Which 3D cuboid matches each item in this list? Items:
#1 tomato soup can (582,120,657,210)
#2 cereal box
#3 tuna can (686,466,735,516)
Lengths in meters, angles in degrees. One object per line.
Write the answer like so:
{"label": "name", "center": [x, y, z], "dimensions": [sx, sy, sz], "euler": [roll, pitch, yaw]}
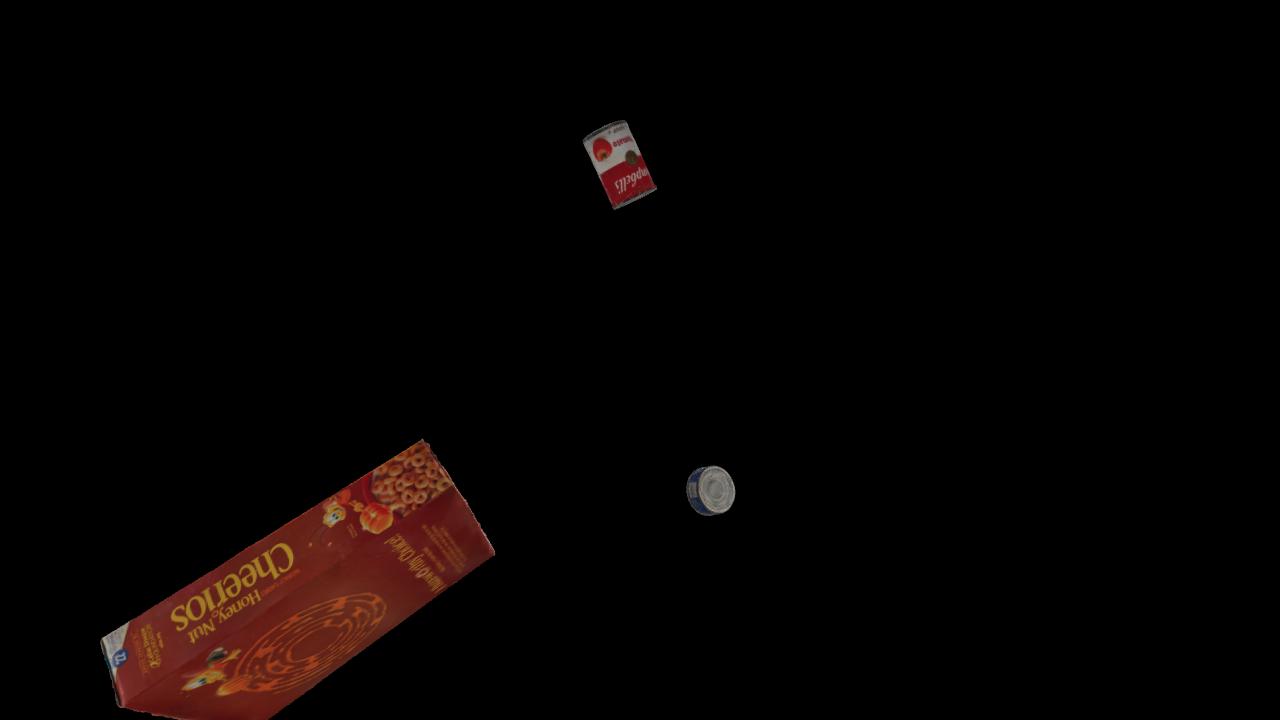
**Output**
{"label": "tomato soup can", "center": [-0.028, -0.267, 0.843], "dimensions": [0.068, 0.101, 0.068], "euler": [-24, 10, 5]}
{"label": "cereal box", "center": [-0.314, 0.234, 0.630], "dimensions": [0.306, 0.081, 0.203], "euler": [-33, -30, -20]}
{"label": "tuna can", "center": [0.123, 0.225, 1.063], "dimensions": [0.084, 0.084, 0.034], "euler": [0, -17, -33]}
